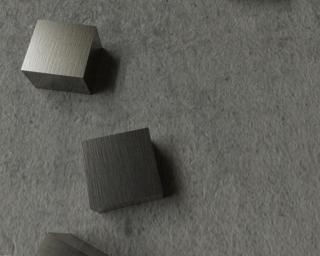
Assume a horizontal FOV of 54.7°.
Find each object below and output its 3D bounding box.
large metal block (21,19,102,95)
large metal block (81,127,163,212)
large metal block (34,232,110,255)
[{"bbox_3d":[-0.132,-0.097,0.429,0.080,0.050,0.080,8,70,2],"label":"large metal block"},{"bbox_3d":[-0.045,0.052,0.375,0.081,0.050,0.080,-12,71,-5],"label":"large metal block"},{"bbox_3d":[-0.084,0.152,0.322,0.080,0.080,0.050,26,72,9],"label":"large metal block"}]
